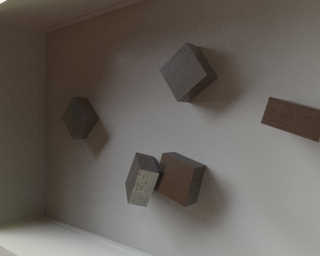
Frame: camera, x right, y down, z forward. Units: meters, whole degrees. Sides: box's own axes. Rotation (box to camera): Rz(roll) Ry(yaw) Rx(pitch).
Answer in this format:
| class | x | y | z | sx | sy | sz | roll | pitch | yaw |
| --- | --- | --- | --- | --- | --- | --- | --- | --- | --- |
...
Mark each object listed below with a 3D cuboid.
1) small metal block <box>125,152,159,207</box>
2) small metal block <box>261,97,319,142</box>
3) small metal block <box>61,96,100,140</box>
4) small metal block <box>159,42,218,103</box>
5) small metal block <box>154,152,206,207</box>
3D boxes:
| class | x | y | z | sx | sy | sz | roll | pitch | yaw |
| --- | --- | --- | --- | --- | --- | --- | --- | --- | --- |
| small metal block | -0.025 | 0.067 | 0.409 | 0.050 | 0.025 | 0.050 | -117 | 45 | -68 |
| small metal block | 0.129 | -0.008 | 0.283 | 0.050 | 0.050 | 0.025 | 24 | 105 | 37 |
| small metal block | -0.133 | -0.016 | 0.514 | 0.050 | 0.025 | 0.050 | -51 | 61 | 27 |
| small metal block | 0.034 | -0.066 | 0.377 | 0.050 | 0.025 | 0.050 | -41 | 66 | 32 |
| small metal block | 0.024 | 0.062 | 0.385 | 0.050 | 0.025 | 0.050 | 21 | 103 | 37 |
